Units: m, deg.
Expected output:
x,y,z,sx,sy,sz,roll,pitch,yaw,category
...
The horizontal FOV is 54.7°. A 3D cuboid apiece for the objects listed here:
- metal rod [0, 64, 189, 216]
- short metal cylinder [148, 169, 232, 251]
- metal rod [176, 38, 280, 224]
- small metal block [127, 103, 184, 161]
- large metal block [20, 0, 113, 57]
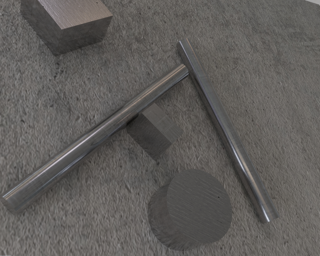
x,y,z,sx,sy,sz,roll,pitch,yaw,category
-0.053,-0.008,0.379,0.025,0.025,0.302,45,51,3,metal rod
0.033,0.093,0.349,0.081,0.050,0.080,14,56,-21,short metal cylinder
0.092,-0.009,0.458,0.025,0.025,0.299,-10,67,-32,metal rod
-0.007,0.005,0.381,0.050,0.050,0.025,46,51,3,small metal block
-0.125,-0.152,0.413,0.081,0.050,0.080,-33,81,-38,large metal block
